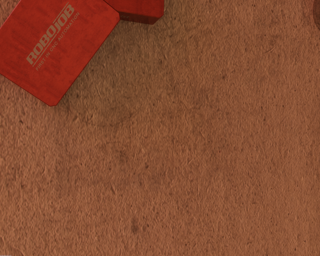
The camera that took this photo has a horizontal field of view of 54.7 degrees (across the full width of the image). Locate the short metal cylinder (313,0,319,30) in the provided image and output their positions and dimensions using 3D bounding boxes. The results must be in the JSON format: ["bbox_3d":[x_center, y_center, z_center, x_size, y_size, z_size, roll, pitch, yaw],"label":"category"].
[{"bbox_3d":[0.301,-0.196,0.506,0.081,0.050,0.079,0,90,-20],"label":"short metal cylinder"}]

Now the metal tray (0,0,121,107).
[{"bbox_3d":[-0.118,-0.101,0.345,0.090,0.030,0.130,36,93,-18],"label":"metal tray"}]

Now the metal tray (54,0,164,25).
[{"bbox_3d":[-0.060,-0.186,0.384,0.131,0.030,0.089,2,89,-20],"label":"metal tray"}]
